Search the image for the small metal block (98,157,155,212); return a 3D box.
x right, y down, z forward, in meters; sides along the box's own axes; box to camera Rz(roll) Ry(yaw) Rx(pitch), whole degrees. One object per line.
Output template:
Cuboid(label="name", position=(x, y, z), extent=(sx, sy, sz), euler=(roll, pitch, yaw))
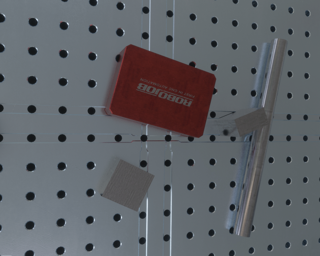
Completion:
Cuboid(label="small metal block", position=(-0.043, 0.072, 0.397), extent=(0.050, 0.025, 0.050), euler=(29, 81, -18))

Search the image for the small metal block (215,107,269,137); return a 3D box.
Cuboid(label="small metal block", position=(0.116, -0.008, 0.442), extent=(0.050, 0.050, 0.025), euler=(-21, 98, -19))

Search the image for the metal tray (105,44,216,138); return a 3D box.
Cuboid(label="metal tray", position=(0.003, -0.045, 0.411), extent=(0.131, 0.030, 0.090), euler=(16, 85, -20))

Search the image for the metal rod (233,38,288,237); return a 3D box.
Cuboid(label="metal rod", position=(0.153, 0.012, 0.468), extent=(0.025, 0.025, 0.299), euler=(14, 85, -20))
